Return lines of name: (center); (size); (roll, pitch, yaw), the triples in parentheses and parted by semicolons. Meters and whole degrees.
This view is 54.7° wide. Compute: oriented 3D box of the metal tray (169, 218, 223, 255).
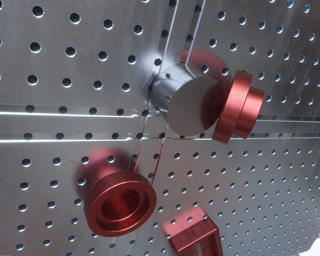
metal tray: (0.074, 0.242, 0.600); (0.091, 0.030, 0.129); (-25, 128, -13)

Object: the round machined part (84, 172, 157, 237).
round machined part: (-0.057, 0.101, 0.433); (0.099, 0.042, 0.097); (-14, 125, -21)

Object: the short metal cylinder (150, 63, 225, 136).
short metal cylinder: (0.034, -0.036, 0.393); (0.081, 0.050, 0.079); (-14, 124, -21)

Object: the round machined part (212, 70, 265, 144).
round machined part: (0.105, -0.024, 0.408); (0.042, 0.098, 0.097); (20, 114, 9)
